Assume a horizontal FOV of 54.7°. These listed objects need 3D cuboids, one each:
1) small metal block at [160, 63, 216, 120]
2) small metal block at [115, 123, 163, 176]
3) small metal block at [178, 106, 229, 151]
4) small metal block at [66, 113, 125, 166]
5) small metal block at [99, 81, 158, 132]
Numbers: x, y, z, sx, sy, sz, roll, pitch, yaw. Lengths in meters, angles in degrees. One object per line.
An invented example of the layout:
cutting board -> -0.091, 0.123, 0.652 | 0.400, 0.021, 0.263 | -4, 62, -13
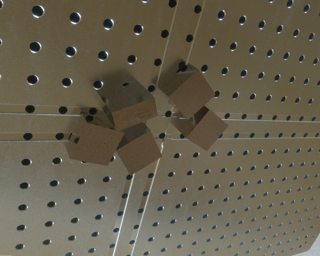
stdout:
small metal block -> 0.037, -0.047, 0.404 | 0.050, 0.025, 0.050 | -43, 130, 1
small metal block -> -0.031, 0.028, 0.413 | 0.050, 0.025, 0.050 | -31, 129, -9
small metal block -> 0.063, -0.001, 0.447 | 0.050, 0.025, 0.050 | 32, 100, -39
small metal block -> -0.079, 0.015, 0.378 | 0.050, 0.025, 0.050 | 17, 109, -35
small metal block -> -0.037, -0.027, 0.359 | 0.050, 0.050, 0.025 | -22, 127, -16
